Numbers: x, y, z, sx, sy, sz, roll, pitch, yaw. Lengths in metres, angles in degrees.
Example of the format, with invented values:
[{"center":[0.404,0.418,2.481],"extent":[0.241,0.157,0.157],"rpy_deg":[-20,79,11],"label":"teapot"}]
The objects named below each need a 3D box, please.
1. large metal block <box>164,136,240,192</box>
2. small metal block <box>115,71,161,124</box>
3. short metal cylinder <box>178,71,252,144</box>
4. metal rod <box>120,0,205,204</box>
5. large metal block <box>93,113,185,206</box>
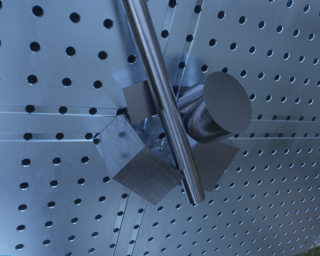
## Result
[{"center":[0.055,0.041,0.452],"extent":[0.080,0.050,0.080],"rpy_deg":[19,108,-36],"label":"large metal block"},{"center":[-0.021,-0.039,0.377],"extent":[0.050,0.025,0.050],"rpy_deg":[-22,127,-16],"label":"small metal block"},{"center":[0.069,-0.024,0.391],"extent":[0.081,0.080,0.050],"rpy_deg":[9,157,-33],"label":"short metal cylinder"},{"center":[0.006,-0.033,0.356],"extent":[0.025,0.025,0.298],"rpy_deg":[-25,116,-13],"label":"metal rod"},{"center":[-0.027,0.038,0.385],"extent":[0.050,0.080,0.080],"rpy_deg":[-45,130,3],"label":"large metal block"}]
